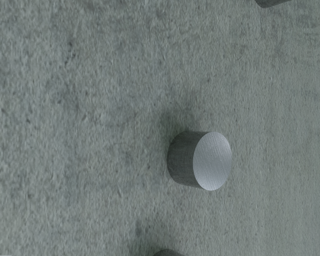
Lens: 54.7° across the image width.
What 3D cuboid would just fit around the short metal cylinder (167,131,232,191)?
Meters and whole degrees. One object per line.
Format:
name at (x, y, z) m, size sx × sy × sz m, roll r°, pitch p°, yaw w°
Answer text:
short metal cylinder at (0.056, 0.045, 0.438) m, size 0.081 × 0.050 × 0.079 m, roll 0°, pitch 90°, yaw -40°

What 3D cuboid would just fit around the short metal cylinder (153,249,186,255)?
short metal cylinder at (0.019, 0.208, 0.407) m, size 0.081 × 0.050 × 0.079 m, roll 0°, pitch 90°, yaw -40°

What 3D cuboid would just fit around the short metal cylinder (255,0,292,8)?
short metal cylinder at (0.210, -0.267, 0.567) m, size 0.081 × 0.050 × 0.079 m, roll 0°, pitch 90°, yaw -40°
